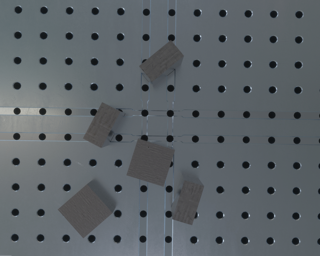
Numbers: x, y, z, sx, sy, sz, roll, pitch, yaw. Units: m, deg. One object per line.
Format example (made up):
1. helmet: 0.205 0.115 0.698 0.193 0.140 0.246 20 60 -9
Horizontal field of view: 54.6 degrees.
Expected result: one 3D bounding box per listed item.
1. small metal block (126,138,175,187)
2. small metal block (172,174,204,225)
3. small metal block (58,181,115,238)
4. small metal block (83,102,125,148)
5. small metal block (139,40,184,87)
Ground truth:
1. small metal block: -0.012 0.045 0.413 0.050 0.025 0.050 17 90 0
2. small metal block: 0.034 0.091 0.401 0.025 0.050 0.050 17 90 0
3. small metal block: -0.097 0.108 0.413 0.050 0.025 0.050 -41 90 0
4. small metal block: -0.071 -0.004 0.400 0.025 0.050 0.050 28 90 0
5. small metal block: 0.002 -0.082 0.401 0.050 0.050 0.025 -40 90 0
